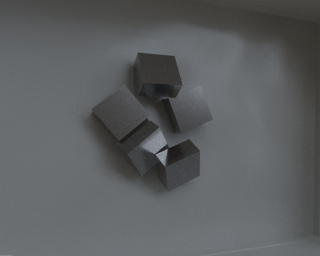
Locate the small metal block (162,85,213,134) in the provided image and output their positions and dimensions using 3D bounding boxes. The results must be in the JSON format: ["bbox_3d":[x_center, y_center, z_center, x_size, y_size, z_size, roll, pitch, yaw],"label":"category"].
[{"bbox_3d":[0.037,-0.025,0.424,0.050,0.025,0.050,-23,98,-19],"label":"small metal block"}]

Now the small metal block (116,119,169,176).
[{"bbox_3d":[-0.020,0.024,0.390,0.050,0.025,0.050,-41,139,-15],"label":"small metal block"}]

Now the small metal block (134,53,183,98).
[{"bbox_3d":[-0.004,-0.067,0.397,0.050,0.025,0.050,0,58,-20],"label":"small metal block"}]

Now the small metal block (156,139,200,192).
[{"bbox_3d":[0.024,0.049,0.406,0.050,0.025,0.050,-24,135,-18],"label":"small metal block"}]

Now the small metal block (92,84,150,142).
[{"bbox_3d":[-0.049,-0.017,0.388,0.050,0.025,0.050,-41,92,-16],"label":"small metal block"}]
